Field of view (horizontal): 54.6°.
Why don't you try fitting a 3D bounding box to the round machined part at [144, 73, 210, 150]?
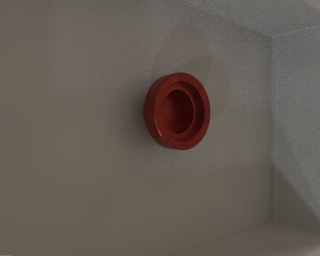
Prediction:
[{"bbox_3d":[0.018,-0.021,0.405,0.099,0.042,0.097,0,90,-40],"label":"round machined part"}]
